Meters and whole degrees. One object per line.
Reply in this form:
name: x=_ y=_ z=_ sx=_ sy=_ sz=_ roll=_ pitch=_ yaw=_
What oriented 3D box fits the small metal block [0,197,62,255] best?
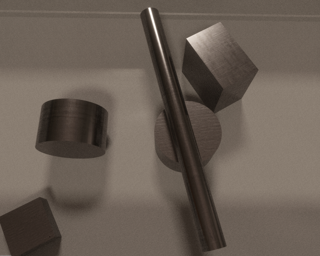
small metal block: x=-0.153 y=0.117 z=0.365 sx=0.050 sy=0.025 sz=0.050 roll=-26 pitch=72 yaw=-10

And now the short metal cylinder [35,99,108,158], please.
short metal cylinder: x=-0.106 y=0.004 z=0.378 sx=0.081 sy=0.080 sz=0.050 roll=1 pitch=70 yaw=0

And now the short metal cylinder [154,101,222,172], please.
short metal cylinder: x=0.033 y=0.012 z=0.392 sx=0.081 sy=0.050 sz=0.080 roll=0 pitch=70 yaw=0

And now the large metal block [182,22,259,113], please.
large metal block: x=0.074 y=-0.076 z=0.409 sx=0.050 sy=0.080 sz=0.080 roll=-29 pitch=73 yaw=-10

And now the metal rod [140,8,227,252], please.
metal rod: x=0.021 y=-0.015 z=0.362 sx=0.025 sy=0.025 sz=0.299 roll=-12 pitch=70 yaw=-5
